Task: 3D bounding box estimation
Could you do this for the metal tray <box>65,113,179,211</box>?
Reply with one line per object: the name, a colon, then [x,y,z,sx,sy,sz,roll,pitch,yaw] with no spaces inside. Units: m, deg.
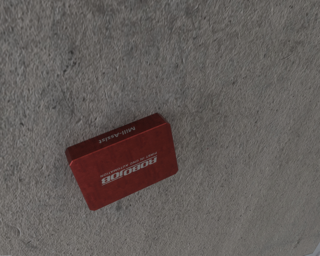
metal tray: [-0.045,0.044,0.406,0.131,0.030,0.090,-22,127,-15]
